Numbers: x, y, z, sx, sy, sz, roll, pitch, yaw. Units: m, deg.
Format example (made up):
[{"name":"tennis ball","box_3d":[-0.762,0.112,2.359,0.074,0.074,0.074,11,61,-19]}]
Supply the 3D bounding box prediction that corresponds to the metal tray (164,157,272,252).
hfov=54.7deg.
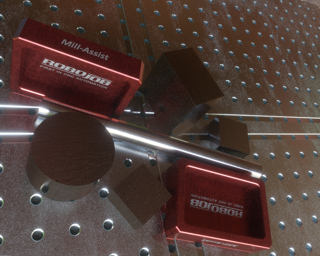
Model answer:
[{"name":"metal tray","box_3d":[0.073,0.096,0.384,0.131,0.030,0.090,17,55,-19]}]

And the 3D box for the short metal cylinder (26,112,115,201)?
[{"name":"short metal cylinder","box_3d":[-0.093,0.030,0.322,0.081,0.050,0.080,14,56,-21]}]

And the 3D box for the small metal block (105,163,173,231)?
[{"name":"small metal block","box_3d":[-0.023,0.077,0.349,0.050,0.025,0.050,48,51,5]}]

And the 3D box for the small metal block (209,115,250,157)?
[{"name":"small metal block","box_3d":[0.101,0.015,0.453,0.050,0.025,0.050,16,55,-19]}]

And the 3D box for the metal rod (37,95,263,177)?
[{"name":"metal rod","box_3d":[0.002,0.019,0.397,0.302,0.025,0.025,18,55,-18]}]

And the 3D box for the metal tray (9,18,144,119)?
[{"name":"metal tray","box_3d":[-0.095,-0.059,0.350,0.131,0.090,0.030,17,55,-19]}]

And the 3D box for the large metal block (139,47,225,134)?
[{"name":"large metal block","box_3d":[0.026,-0.048,0.418,0.050,0.080,0.080,-20,73,-36]}]
